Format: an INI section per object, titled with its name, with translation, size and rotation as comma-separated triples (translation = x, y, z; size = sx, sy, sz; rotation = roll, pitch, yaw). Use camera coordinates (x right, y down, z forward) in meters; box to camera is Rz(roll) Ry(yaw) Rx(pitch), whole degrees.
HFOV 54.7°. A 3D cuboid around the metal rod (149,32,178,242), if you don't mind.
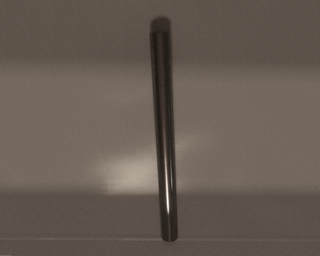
[metal rod]
translation = 0.007, 0.025, 0.420
size = 0.025, 0.025, 0.298
rotation = -3, 110, 0
